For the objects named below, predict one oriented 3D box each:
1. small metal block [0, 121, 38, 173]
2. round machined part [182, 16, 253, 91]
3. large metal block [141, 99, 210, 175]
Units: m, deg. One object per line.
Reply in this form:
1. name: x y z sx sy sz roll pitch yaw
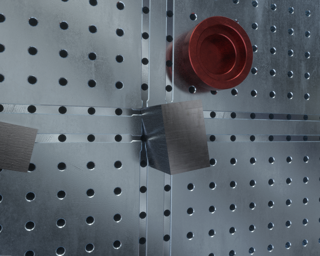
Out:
1. small metal block: -0.170 0.020 0.350 0.050 0.025 0.050 14 86 -20
2. round machined part: 0.076 -0.100 0.431 0.099 0.042 0.097 0 90 -20
3. large metal block: 0.016 0.009 0.389 0.050 0.080 0.080 -9 93 -20
